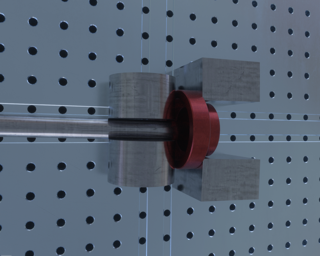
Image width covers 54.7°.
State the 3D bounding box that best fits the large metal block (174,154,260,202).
[{"bbox_3d":[0.073,0.062,0.411,0.081,0.080,0.050,3,89,-20],"label":"large metal block"}]

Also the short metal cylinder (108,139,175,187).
[{"bbox_3d":[-0.022,0.039,0.374,0.081,0.080,0.050,1,90,-20],"label":"short metal cylinder"}]

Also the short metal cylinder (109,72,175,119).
[{"bbox_3d":[-0.022,-0.036,0.375,0.081,0.080,0.050,1,91,-20],"label":"short metal cylinder"}]

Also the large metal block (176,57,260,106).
[{"bbox_3d":[0.073,-0.058,0.411,0.081,0.080,0.050,0,90,-20],"label":"large metal block"}]

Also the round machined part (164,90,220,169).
[{"bbox_3d":[0.040,0.002,0.388,0.042,0.098,0.097,1,90,-20],"label":"round machined part"}]

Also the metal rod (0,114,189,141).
[{"bbox_3d":[-0.105,0.000,0.361,0.302,0.025,0.025,2,90,-16],"label":"metal rod"}]
